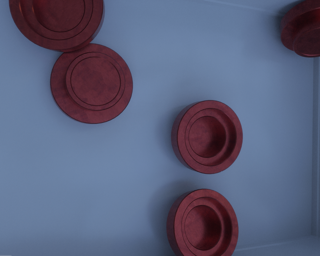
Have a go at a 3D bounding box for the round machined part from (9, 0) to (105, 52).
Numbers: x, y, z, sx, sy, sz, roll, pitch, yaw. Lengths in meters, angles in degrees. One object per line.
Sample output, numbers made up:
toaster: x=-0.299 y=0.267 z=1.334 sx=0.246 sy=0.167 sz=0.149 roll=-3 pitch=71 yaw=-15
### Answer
round machined part: x=-0.112 y=-0.136 z=0.351 sx=0.099 sy=0.042 sz=0.097 roll=-1 pitch=98 yaw=-5

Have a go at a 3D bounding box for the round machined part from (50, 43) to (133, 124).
round machined part: x=-0.080 y=-0.054 z=0.372 sx=0.099 sy=0.042 sz=0.097 roll=0 pitch=90 yaw=-21

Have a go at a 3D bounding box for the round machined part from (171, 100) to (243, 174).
round machined part: x=0.060 y=0.012 z=0.425 sx=0.099 sy=0.042 sz=0.097 roll=0 pitch=90 yaw=-21

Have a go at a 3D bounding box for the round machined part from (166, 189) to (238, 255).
round machined part: x=0.052 y=0.133 z=0.413 sx=0.099 sy=0.042 sz=0.098 roll=8 pitch=70 yaw=-24

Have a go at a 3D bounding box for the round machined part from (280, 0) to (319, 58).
round machined part: x=0.230 y=-0.141 z=0.454 sx=0.099 sy=0.098 sz=0.042 roll=13 pitch=64 yaw=-20
